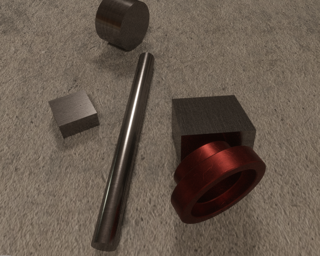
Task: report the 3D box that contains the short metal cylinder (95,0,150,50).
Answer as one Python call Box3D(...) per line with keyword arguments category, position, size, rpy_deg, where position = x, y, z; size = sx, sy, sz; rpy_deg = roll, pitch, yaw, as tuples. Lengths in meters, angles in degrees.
Box3D(category="short metal cylinder", position=(-0.061, -0.177, 0.515), size=(0.050, 0.080, 0.080), rpy_deg=(27, 55, 21))

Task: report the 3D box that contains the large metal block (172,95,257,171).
Box3D(category="large metal block", position=(0.059, 0.003, 0.372), size=(0.081, 0.050, 0.080), rpy_deg=(-4, 34, -4))

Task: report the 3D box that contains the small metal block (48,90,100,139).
Box3D(category="small metal block", position=(-0.116, -0.020, 0.418), size=(0.050, 0.025, 0.050), rpy_deg=(-22, 54, -18))

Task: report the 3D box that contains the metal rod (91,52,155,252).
Box3D(category="metal rod", position=(-0.038, 0.003, 0.400), size=(0.025, 0.025, 0.300), rpy_deg=(5, 50, 4))

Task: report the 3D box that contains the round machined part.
Box3D(category="round machined part", position=(0.054, 0.051, 0.314), size=(0.099, 0.097, 0.042), rpy_deg=(-22, 54, -17))
